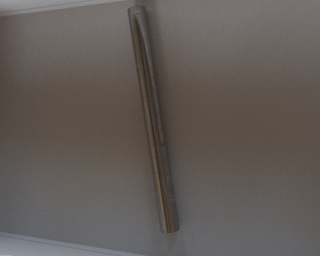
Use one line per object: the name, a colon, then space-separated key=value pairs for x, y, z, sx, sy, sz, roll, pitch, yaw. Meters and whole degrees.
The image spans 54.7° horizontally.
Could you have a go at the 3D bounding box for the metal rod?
metal rod: x=-0.009 y=-0.014 z=0.412 sx=0.025 sy=0.025 sz=0.298 roll=-10 pitch=87 yaw=19
